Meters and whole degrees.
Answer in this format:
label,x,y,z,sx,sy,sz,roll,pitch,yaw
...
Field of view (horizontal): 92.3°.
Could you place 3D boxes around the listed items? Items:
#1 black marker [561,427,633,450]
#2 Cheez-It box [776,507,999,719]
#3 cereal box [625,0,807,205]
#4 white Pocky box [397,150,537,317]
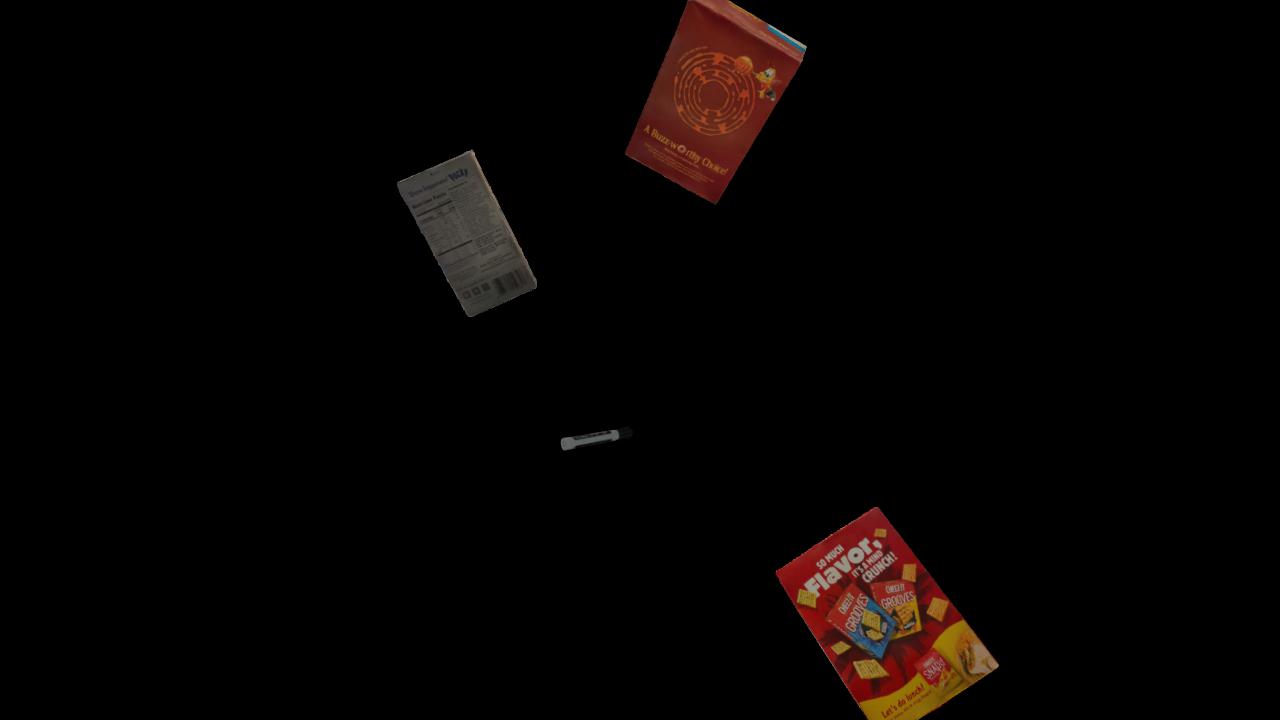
label,x,y,z,sx,sy,sz,roll,pitch,yaw
black marker,-0.063,0.119,0.937,0.121,0.020,0.020,-6,3,-34
Cheez-It box,0.304,0.329,0.788,0.166,0.223,0.071,-33,-28,0
cereal box,0.122,-0.448,1.076,0.203,0.081,0.306,27,-42,-4
white Pocky box,-0.178,-0.130,0.646,0.084,0.154,0.028,-24,22,0
